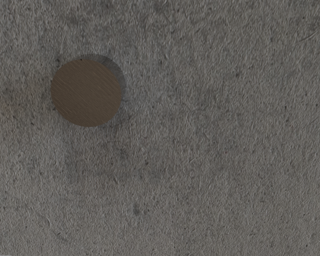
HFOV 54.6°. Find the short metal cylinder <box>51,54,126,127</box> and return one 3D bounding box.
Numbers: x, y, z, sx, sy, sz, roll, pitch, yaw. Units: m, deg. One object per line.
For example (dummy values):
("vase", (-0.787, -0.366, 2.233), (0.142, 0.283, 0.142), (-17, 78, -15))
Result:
("short metal cylinder", (-0.085, -0.047, 0.378), (0.080, 0.050, 0.079), (0, 110, 0))
